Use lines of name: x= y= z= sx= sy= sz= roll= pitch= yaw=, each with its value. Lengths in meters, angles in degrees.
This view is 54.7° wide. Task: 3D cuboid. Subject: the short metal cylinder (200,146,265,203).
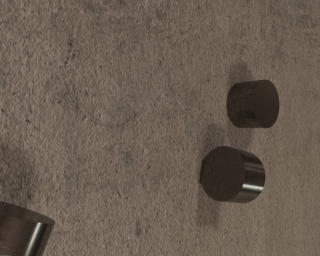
short metal cylinder: x=0.107 y=0.070 z=0.462 sx=0.050 sy=0.080 sz=0.080 roll=16 pitch=80 yaw=-39

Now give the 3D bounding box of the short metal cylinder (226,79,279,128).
short metal cylinder: x=0.158 y=-0.039 z=0.524 sx=0.081 sy=0.050 sz=0.079 roll=0 pitch=90 yaw=-40

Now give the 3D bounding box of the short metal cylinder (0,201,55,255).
short metal cylinder: x=-0.136 y=0.091 z=0.256 sx=0.080 sy=0.080 sz=0.050 roll=29 pitch=72 yaw=-37
